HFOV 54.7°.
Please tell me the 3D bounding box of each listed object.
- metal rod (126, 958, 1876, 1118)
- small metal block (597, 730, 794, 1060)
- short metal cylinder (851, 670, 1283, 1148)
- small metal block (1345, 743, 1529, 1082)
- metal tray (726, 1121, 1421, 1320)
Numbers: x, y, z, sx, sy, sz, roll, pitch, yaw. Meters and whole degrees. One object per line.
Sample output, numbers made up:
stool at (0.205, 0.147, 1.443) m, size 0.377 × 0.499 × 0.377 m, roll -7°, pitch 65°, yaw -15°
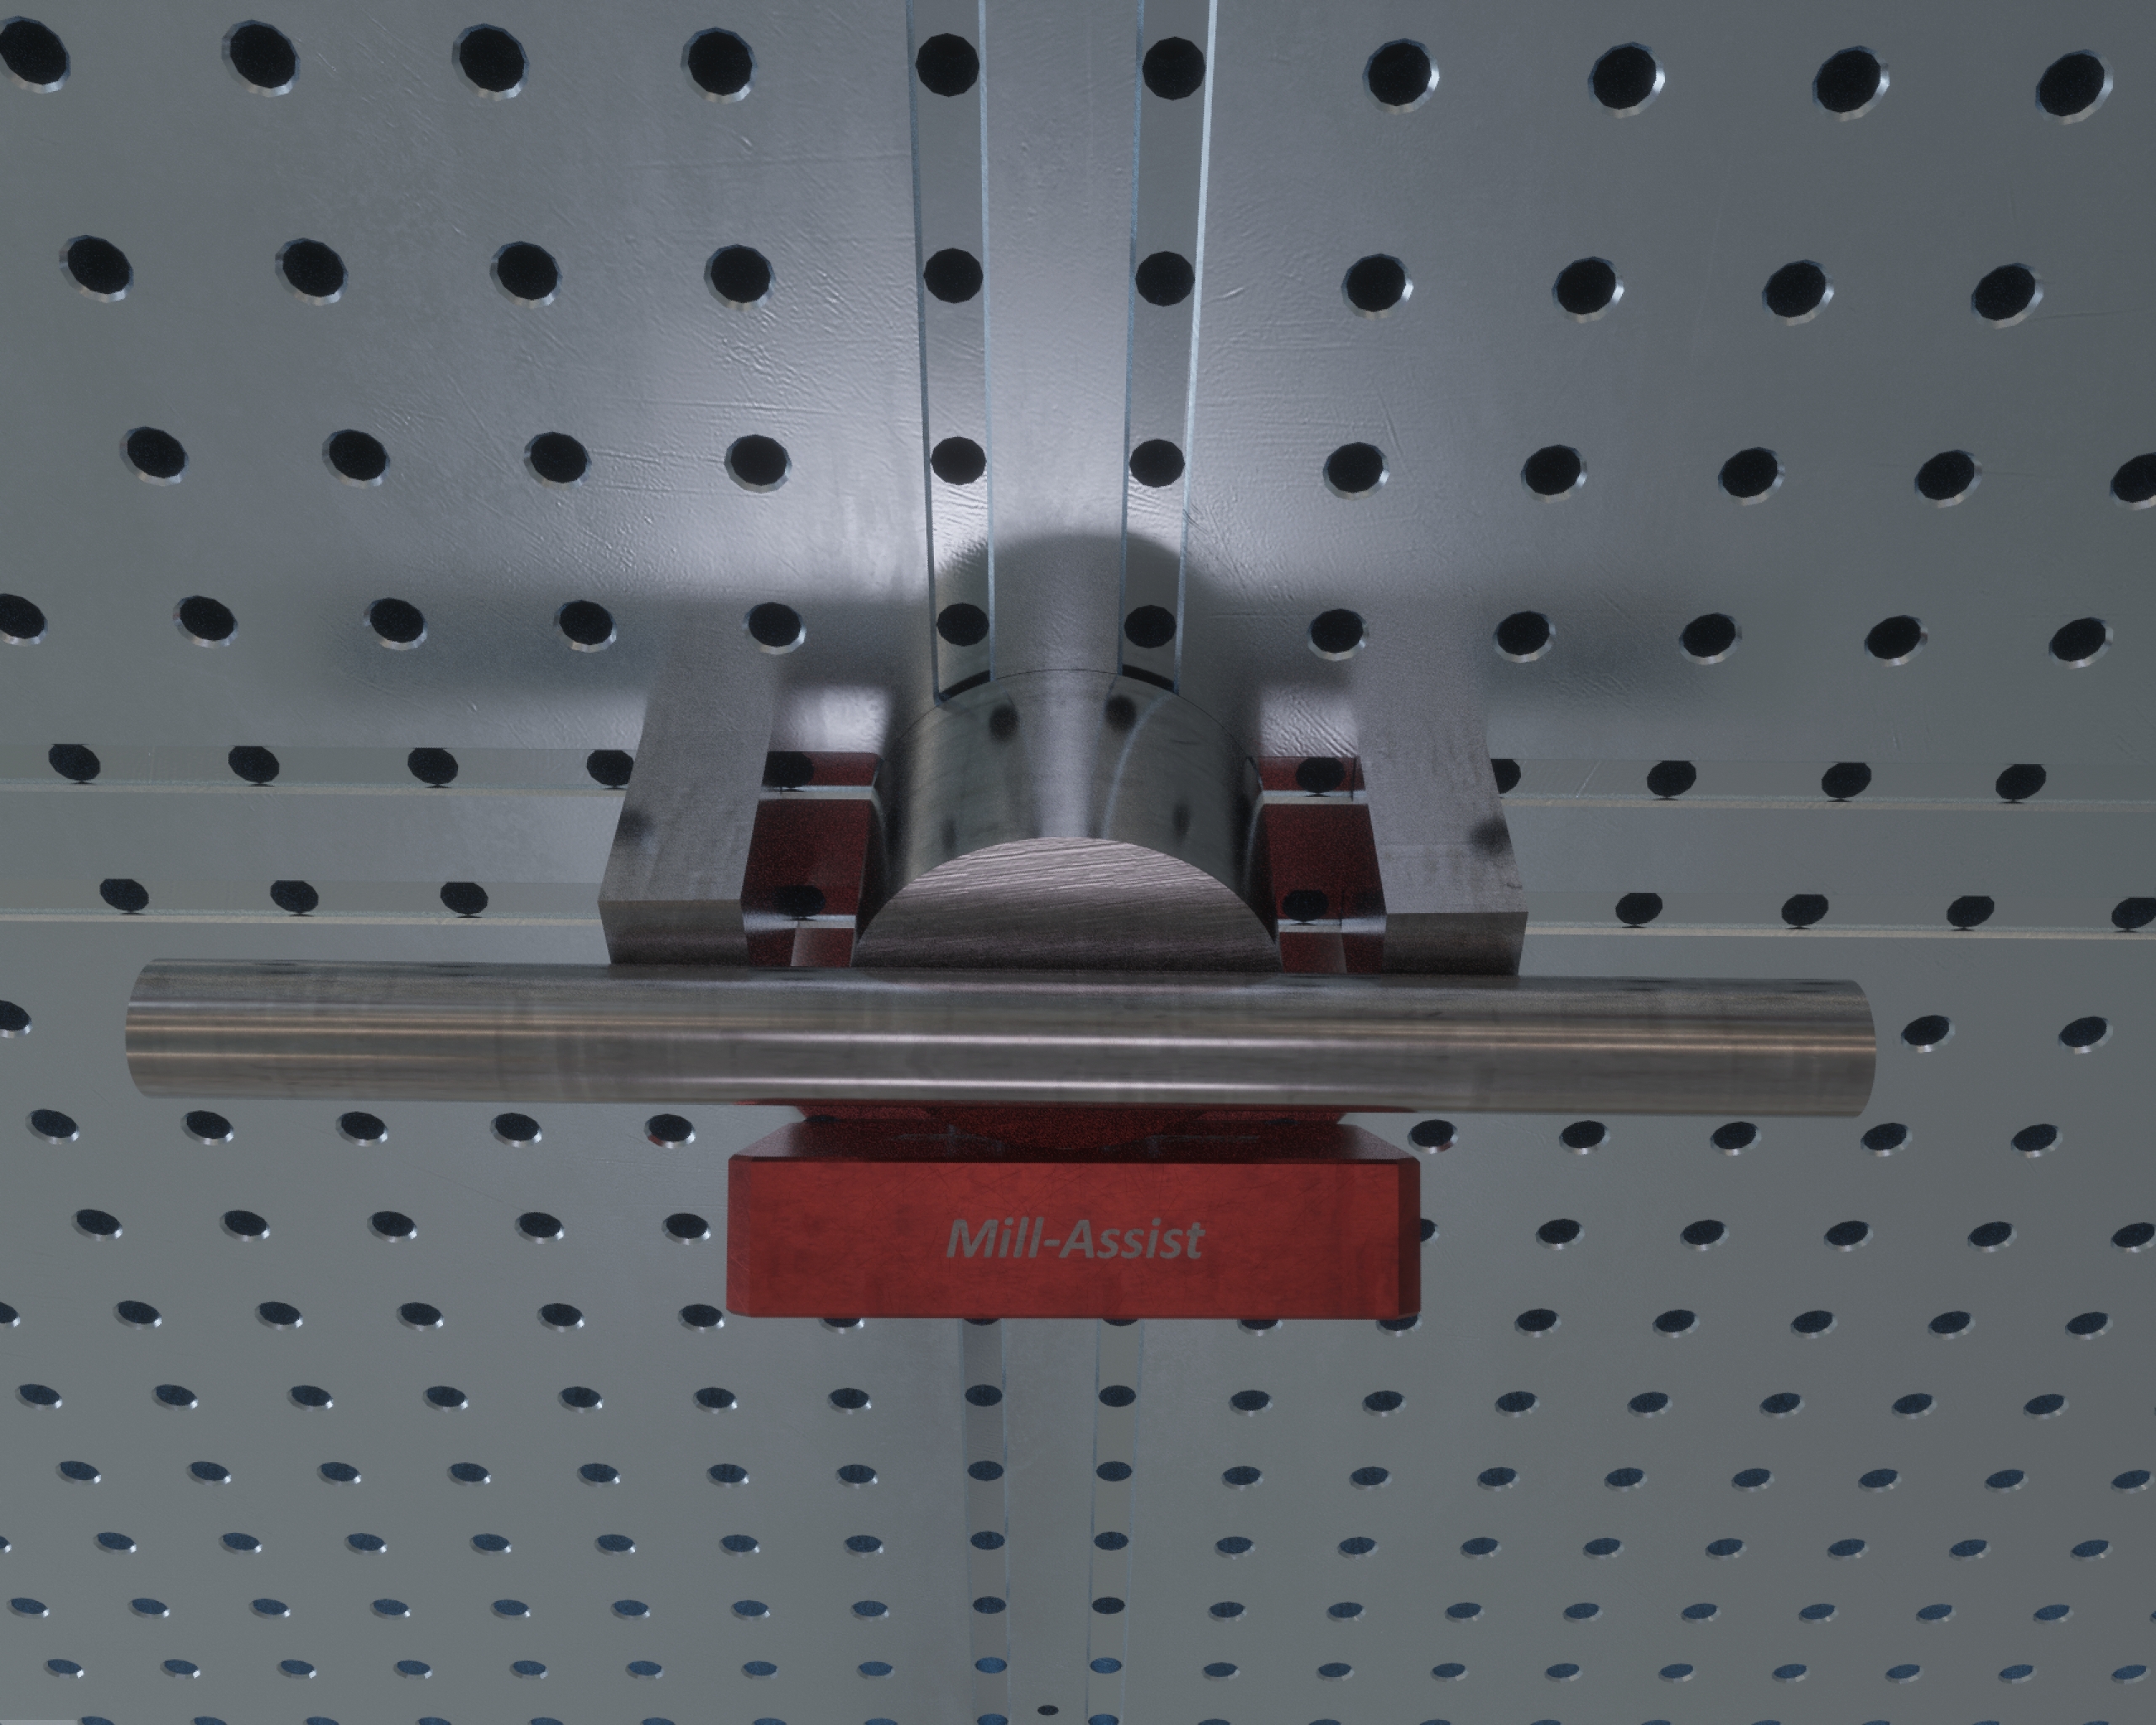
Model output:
metal rod at (-0.013, 0.031, 0.372) m, size 0.302 × 0.025 × 0.025 m, roll 1°, pitch 130°, yaw -1°
small metal block at (-0.072, 0.009, 0.403) m, size 0.025 × 0.050 × 0.050 m, roll -1°, pitch 130°, yaw 0°
short metal cylinder at (-0.002, 0.010, 0.403) m, size 0.081 × 0.050 × 0.079 m, roll 0°, pitch 130°, yaw 0°
small metal block at (0.068, 0.012, 0.406) m, size 0.025 × 0.050 × 0.050 m, roll -1°, pitch 130°, yaw 0°
metal tray at (-0.001, 0.072, 0.433) m, size 0.131 × 0.090 × 0.030 m, roll 0°, pitch 87°, yaw -1°
